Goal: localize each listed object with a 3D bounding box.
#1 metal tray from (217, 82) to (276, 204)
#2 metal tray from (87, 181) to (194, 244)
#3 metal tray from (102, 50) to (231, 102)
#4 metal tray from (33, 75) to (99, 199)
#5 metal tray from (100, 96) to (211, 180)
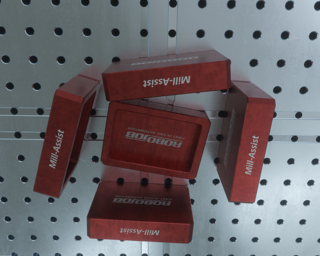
[{"bbox_3d":[0.101,0.015,0.385,0.030,0.090,0.129,4,110,-2],"label":"metal tray"},{"bbox_3d":[-0.024,0.111,0.419,0.131,0.090,0.030,4,110,-1],"label":"metal tray"},{"bbox_3d":[0.007,-0.062,0.355,0.131,0.090,0.030,-6,110,2],"label":"metal tray"},{"bbox_3d":[-0.113,0.008,0.381,0.030,0.090,0.129,17,109,-6],"label":"metal tray"},{"bbox_3d":[-0.007,0.014,0.415,0.131,0.030,0.089,10,110,-4],"label":"metal tray"}]
